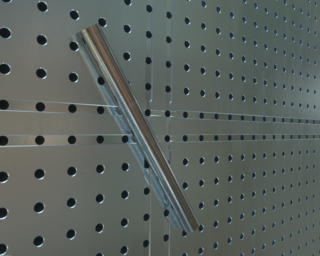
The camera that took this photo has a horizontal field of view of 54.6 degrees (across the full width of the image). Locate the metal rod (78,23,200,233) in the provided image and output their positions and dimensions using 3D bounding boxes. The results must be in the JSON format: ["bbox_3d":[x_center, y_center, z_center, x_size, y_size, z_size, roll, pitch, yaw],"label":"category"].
[{"bbox_3d":[-0.017,0.015,0.393,0.025,0.025,0.299,-40,114,-33],"label":"metal rod"}]
